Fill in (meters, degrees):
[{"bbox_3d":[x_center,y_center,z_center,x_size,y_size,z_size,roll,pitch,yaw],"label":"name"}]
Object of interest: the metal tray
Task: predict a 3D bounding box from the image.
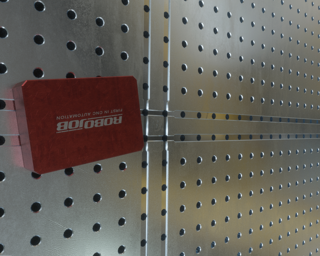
[{"bbox_3d":[-0.082,-0.009,0.339,0.131,0.030,0.089,-11,97,-40],"label":"metal tray"}]
